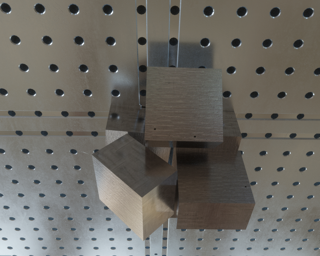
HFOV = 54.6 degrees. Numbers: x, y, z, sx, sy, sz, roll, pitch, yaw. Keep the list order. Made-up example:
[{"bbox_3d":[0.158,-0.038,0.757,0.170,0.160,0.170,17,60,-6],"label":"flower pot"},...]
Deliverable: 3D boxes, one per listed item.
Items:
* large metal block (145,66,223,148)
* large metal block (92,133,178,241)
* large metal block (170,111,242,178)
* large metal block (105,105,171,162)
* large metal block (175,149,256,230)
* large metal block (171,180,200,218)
[{"bbox_3d":[0.025,-0.021,0.348,0.080,0.080,0.050,2,168,-2],"label":"large metal block"},{"bbox_3d":[-0.029,0.066,0.355,0.080,0.050,0.080,33,140,32],"label":"large metal block"},{"bbox_3d":[0.056,0.023,0.415,0.080,0.050,0.080,2,130,-2],"label":"large metal block"},{"bbox_3d":[-0.029,0.020,0.412,0.080,0.050,0.080,5,130,-5],"label":"large metal block"},{"bbox_3d":[0.059,0.072,0.371,0.080,0.080,0.050,1,130,-1],"label":"large metal block"},{"bbox_3d":[0.016,0.097,0.451,0.080,0.050,0.080,2,175,-1],"label":"large metal block"}]
